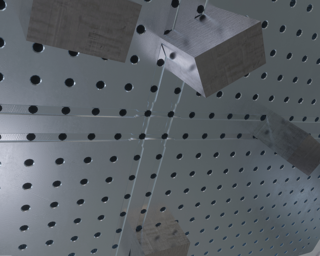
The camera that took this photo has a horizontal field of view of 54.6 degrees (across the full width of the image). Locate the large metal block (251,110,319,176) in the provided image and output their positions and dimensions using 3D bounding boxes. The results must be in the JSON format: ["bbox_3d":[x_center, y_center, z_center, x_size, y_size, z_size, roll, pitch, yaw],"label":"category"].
[{"bbox_3d":[0.211,0.024,0.505,0.080,0.080,0.050,29,103,-38],"label":"large metal block"}]

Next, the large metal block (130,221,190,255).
[{"bbox_3d":[-0.003,0.212,0.524,0.081,0.050,0.079,-5,121,-26],"label":"large metal block"}]

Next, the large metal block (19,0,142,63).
[{"bbox_3d":[-0.074,-0.102,0.272,0.081,0.080,0.050,7,115,-31],"label":"large metal block"}]

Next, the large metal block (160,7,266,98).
[{"bbox_3d":[0.059,-0.089,0.352,0.080,0.080,0.050,-30,129,-9],"label":"large metal block"}]
